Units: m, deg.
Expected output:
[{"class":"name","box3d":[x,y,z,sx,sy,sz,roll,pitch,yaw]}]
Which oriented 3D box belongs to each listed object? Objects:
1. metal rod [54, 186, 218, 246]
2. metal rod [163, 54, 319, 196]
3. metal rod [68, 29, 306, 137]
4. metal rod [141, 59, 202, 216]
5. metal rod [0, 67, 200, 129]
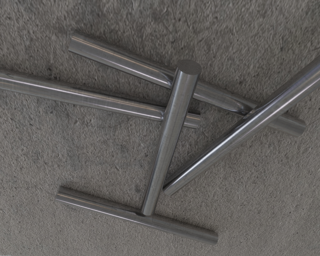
[{"class":"metal rod","box3d":[-0.031,0.157,0.540,0.302,0.025,0.025,21,127,-18]},{"class":"metal rod","box3d":[0.092,0.014,0.391,0.025,0.025,0.298,25,134,-20]},{"class":"metal rod","box3d":[0.045,-0.046,0.368,0.302,0.025,0.025,19,128,-16]},{"class":"metal rod","box3d":[0.004,0.038,0.414,0.025,0.025,0.298,7,137,-6]},{"class":"metal rod","box3d":[-0.098,-0.040,0.372,0.302,0.025,0.025,11,129,-10]}]
